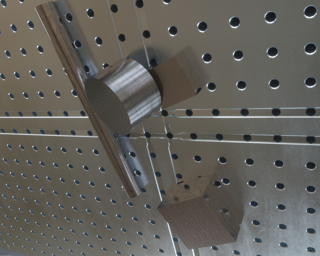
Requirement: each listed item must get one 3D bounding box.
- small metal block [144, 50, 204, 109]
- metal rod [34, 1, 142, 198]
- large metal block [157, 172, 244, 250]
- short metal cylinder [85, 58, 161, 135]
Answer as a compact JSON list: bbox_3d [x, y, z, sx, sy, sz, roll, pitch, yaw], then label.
[{"bbox_3d":[0.015,-0.056,0.367,0.050,0.025,0.050,-21,107,35],"label":"small metal block"},{"bbox_3d":[-0.093,-0.026,0.442,0.025,0.025,0.299,-9,114,32],"label":"metal rod"},{"bbox_3d":[0.058,0.119,0.437,0.080,0.050,0.080,-27,104,37],"label":"large metal block"},{"bbox_3d":[-0.045,-0.038,0.376,0.080,0.050,0.080,34,147,26],"label":"short metal cylinder"}]
